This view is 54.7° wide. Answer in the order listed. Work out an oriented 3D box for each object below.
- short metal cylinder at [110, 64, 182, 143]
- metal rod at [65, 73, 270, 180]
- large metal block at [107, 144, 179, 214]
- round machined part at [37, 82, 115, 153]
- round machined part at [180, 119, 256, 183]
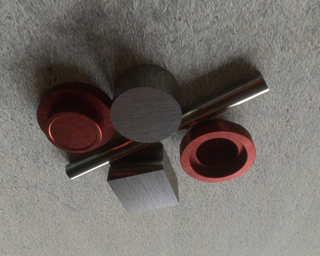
[{"bbox_3d":[-0.016,-0.029,0.367,0.081,0.050,0.079,0,130,0],"label":"short metal cylinder"},{"bbox_3d":[-0.004,0.006,0.414,0.300,0.025,0.025,-25,126,19],"label":"metal rod"},{"bbox_3d":[-0.022,0.076,0.458,0.080,0.050,0.080,-13,129,11],"label":"large metal block"},{"bbox_3d":[-0.105,-0.006,0.391,0.099,0.042,0.097,0,130,0],"label":"round machined part"},{"bbox_3d":[0.076,0.027,0.421,0.099,0.042,0.097,0,130,0],"label":"round machined part"}]
